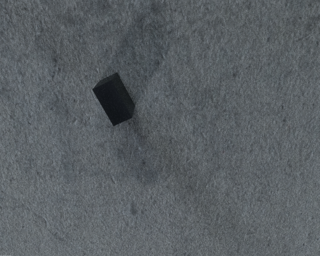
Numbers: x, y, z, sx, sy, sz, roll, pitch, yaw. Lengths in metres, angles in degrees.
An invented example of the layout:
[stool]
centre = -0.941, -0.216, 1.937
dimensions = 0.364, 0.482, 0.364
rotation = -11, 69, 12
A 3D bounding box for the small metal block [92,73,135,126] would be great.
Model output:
[small metal block]
centre = -0.055, -0.037, 0.382
dimensions = 0.025, 0.050, 0.050
rotation = -25, 109, 8
